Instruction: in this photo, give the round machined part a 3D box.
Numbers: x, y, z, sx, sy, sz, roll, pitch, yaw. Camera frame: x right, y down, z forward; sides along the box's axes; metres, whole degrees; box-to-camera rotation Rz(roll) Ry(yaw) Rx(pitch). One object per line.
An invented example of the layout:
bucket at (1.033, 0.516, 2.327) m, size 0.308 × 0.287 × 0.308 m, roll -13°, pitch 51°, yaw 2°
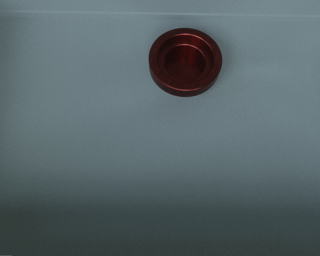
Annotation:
round machined part at (0.034, -0.087, 0.433) m, size 0.099 × 0.042 × 0.098 m, roll 0°, pitch 70°, yaw -1°
